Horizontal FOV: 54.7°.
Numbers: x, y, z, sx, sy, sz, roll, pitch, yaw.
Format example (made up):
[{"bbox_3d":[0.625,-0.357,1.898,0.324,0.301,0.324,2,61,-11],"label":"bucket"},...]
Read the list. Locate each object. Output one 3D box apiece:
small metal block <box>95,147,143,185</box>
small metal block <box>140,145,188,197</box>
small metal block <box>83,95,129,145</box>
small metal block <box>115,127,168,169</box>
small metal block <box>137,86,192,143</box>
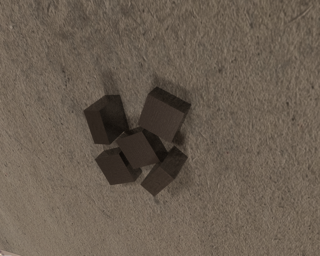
[{"bbox_3d":[-0.063,0.058,0.474,0.050,0.025,0.050,-15,111,34],"label":"small metal block"},{"bbox_3d":[0.006,0.058,0.422,0.025,0.050,0.050,41,129,-1],"label":"small metal block"},{"bbox_3d":[-0.071,-0.012,0.419,0.025,0.050,0.050,2,119,27],"label":"small metal block"},{"bbox_3d":[-0.026,0.026,0.435,0.050,0.025,0.050,-19,108,35],"label":"small metal block"},{"bbox_3d":[0.005,-0.017,0.393,0.050,0.025,0.050,29,128,9],"label":"small metal block"}]
